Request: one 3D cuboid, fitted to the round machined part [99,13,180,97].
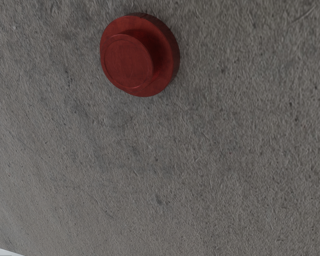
[{"bbox_3d":[-0.030,-0.080,0.362,0.098,0.042,0.097,13,124,21],"label":"round machined part"}]
